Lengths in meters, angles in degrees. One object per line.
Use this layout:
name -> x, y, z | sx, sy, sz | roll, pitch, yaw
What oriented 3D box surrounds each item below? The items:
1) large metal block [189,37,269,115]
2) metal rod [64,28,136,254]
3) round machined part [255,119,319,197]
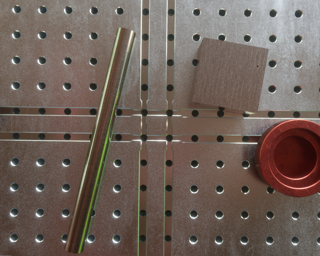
large metal block -> 0.086, -0.064, 0.401 | 0.080, 0.050, 0.080 | 10, 90, 0
metal rod -> -0.079, 0.016, 0.412 | 0.025, 0.025, 0.298 | 14, 90, 0
round machined part -> 0.173, 0.038, 0.406 | 0.099, 0.042, 0.097 | 0, 90, 0
